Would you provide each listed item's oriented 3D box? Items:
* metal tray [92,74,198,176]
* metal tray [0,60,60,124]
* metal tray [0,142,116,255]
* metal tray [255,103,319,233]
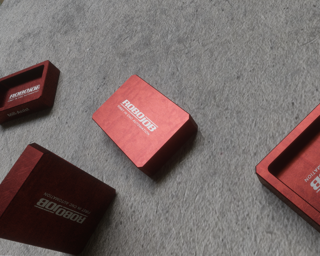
[{"bbox_3d":[-0.025,-0.008,0.419,0.090,0.030,0.130,-46,51,-4],"label":"metal tray"},{"bbox_3d":[-0.253,-0.066,0.573,0.130,0.030,0.090,-15,56,20],"label":"metal tray"},{"bbox_3d":[-0.114,0.084,0.345,0.030,0.130,0.090,19,72,35],"label":"metal tray"},{"bbox_3d":[0.170,0.028,0.294,0.130,0.030,0.090,-44,51,-3],"label":"metal tray"}]
